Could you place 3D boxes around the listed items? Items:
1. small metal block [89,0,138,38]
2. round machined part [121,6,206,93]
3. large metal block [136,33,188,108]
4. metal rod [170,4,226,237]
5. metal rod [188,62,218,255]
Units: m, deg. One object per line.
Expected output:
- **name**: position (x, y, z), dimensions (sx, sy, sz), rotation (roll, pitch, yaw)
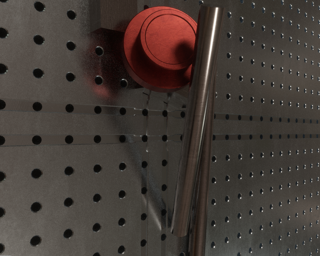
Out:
- **small metal block**: position (-0.054, -0.136, 0.365), dimensions (0.050, 0.025, 0.050), rotation (-2, 91, -40)
- **round machined part**: position (0.008, -0.092, 0.348), dimensions (0.099, 0.042, 0.097), rotation (2, 82, -13)
- **large metal block**: position (0.023, -0.078, 0.414), dimensions (0.080, 0.050, 0.080), rotation (21, 77, -38)
- **metal rod**: position (0.039, 0.013, 0.367), dimensions (0.025, 0.025, 0.298), rotation (-20, 127, -39)
- **metal rod**: position (0.064, 0.047, 0.465), dimensions (0.025, 0.025, 0.298), rotation (7, 85, -40)
